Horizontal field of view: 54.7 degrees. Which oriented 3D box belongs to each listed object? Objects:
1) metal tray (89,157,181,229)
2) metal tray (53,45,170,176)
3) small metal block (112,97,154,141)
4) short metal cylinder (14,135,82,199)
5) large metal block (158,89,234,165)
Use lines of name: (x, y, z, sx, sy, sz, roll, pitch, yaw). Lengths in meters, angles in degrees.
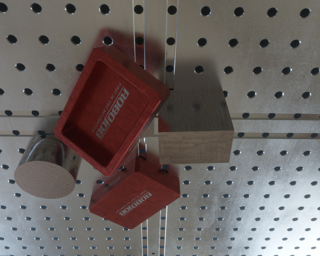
metal tray: (-0.042, 0.110, 0.502, 0.090, 0.030, 0.130, 33, 122, -26)
metal tray: (-0.060, -0.017, 0.358, 0.090, 0.030, 0.129, 38, 118, 5)
small metal block: (-0.038, -0.011, 0.402, 0.050, 0.025, 0.050, -12, 130, 9)
short metal cylinder: (-0.157, 0.056, 0.441, 0.081, 0.050, 0.079, 0, 130, 0)
large metal block: (0.039, -0.003, 0.373, 0.081, 0.080, 0.050, -1, 130, 1)
